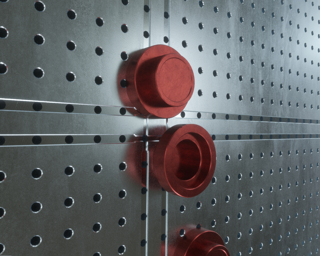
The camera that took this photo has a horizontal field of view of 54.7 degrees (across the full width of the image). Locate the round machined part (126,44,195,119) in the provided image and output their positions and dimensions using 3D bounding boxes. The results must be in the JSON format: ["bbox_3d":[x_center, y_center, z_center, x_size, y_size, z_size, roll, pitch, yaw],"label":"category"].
[{"bbox_3d":[0.008,-0.061,0.406,0.099,0.042,0.097,0,90,-40],"label":"round machined part"}]

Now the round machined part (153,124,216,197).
[{"bbox_3d":[0.029,0.043,0.425,0.099,0.042,0.097,0,90,-40],"label":"round machined part"}]

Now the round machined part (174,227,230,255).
[{"bbox_3d":[0.067,0.202,0.458,0.099,0.042,0.097,0,90,-40],"label":"round machined part"}]
